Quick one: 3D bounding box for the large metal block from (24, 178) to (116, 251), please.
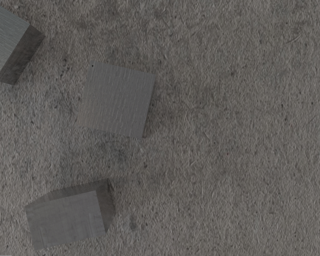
[{"bbox_3d":[-0.105,0.102,0.382,0.080,0.080,0.050,-13,90,0],"label":"large metal block"}]

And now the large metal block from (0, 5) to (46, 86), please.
[{"bbox_3d":[-0.211,-0.112,0.396,0.080,0.050,0.080,32,90,0],"label":"large metal block"}]

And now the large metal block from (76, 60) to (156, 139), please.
[{"bbox_3d":[-0.053,-0.034,0.397,0.080,0.050,0.080,13,90,0],"label":"large metal block"}]
